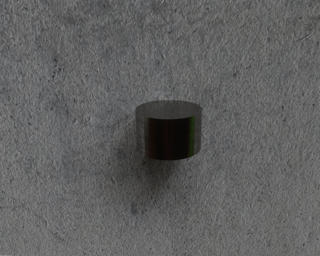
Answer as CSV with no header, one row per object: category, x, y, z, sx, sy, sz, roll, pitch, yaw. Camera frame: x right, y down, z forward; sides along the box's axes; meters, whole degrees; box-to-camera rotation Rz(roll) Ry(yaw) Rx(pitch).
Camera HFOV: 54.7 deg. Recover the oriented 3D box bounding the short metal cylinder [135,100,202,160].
short metal cylinder,0.011,0.000,0.382,0.081,0.080,0.050,-1,110,0
